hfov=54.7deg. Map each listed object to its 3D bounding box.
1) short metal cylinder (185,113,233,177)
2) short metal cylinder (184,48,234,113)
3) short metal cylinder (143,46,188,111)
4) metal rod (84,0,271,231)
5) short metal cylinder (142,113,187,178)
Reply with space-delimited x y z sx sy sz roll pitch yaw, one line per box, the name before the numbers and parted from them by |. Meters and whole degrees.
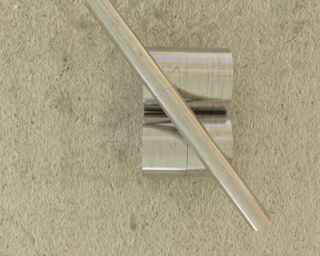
short metal cylinder | 0.056 0.021 0.384 0.050 0.080 0.079 1 90 0
short metal cylinder | 0.057 -0.059 0.384 0.050 0.080 0.079 1 90 0
short metal cylinder | 0.006 -0.060 0.384 0.050 0.080 0.079 1 90 0
metal rod | 0.019 -0.018 0.331 0.025 0.025 0.299 -37 90 0
short metal cylinder | 0.005 0.021 0.384 0.050 0.080 0.079 1 90 0
